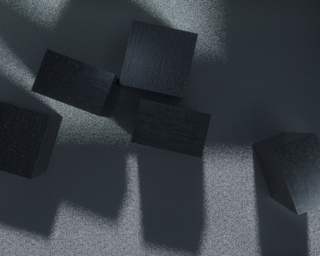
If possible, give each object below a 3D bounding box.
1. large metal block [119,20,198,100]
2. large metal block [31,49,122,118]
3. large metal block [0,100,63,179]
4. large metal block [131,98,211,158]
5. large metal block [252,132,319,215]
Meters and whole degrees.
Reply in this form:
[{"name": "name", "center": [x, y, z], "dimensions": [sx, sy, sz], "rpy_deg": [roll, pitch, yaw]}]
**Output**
[{"name": "large metal block", "center": [-0.002, -0.084, 0.399], "dimensions": [0.080, 0.050, 0.080], "rpy_deg": [12, 90, -1]}, {"name": "large metal block", "center": [-0.096, -0.051, 0.383], "dimensions": [0.080, 0.080, 0.050], "rpy_deg": [21, 90, -1]}, {"name": "large metal block", "center": [-0.182, 0.012, 0.397], "dimensions": [0.080, 0.050, 0.080], "rpy_deg": [17, 90, -1]}, {"name": "large metal block", "center": [0.012, 0.000, 0.384], "dimensions": [0.080, 0.080, 0.050], "rpy_deg": [13, 90, -1]}, {"name": "large metal block", "center": [0.164, 0.051, 0.386], "dimensions": [0.050, 0.080, 0.080], "rpy_deg": [-20, 90, 0]}]
